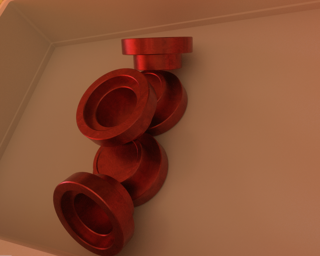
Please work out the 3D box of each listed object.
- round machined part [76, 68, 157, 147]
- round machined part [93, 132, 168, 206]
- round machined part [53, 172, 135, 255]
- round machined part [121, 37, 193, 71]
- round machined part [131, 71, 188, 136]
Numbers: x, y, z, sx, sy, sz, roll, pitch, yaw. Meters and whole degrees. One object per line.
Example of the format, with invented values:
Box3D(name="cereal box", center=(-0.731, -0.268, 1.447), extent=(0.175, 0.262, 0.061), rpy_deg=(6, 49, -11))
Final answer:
Box3D(name="round machined part", center=(-0.048, -0.021, 0.374), extent=(0.098, 0.042, 0.098), rpy_deg=(-13, 56, 20))
Box3D(name="round machined part", center=(-0.043, 0.046, 0.385), extent=(0.098, 0.042, 0.098), rpy_deg=(-13, 56, 20))
Box3D(name="round machined part", center=(-0.069, 0.091, 0.348), extent=(0.098, 0.097, 0.042), rpy_deg=(7, 27, 30))
Box3D(name="round machined part", center=(-0.004, -0.104, 0.434), extent=(0.098, 0.099, 0.042), rpy_deg=(8, 108, 31))
Box3D(name="round machined part", center=(-0.016, -0.040, 0.424), extent=(0.098, 0.042, 0.098), rpy_deg=(-13, 56, 20))
